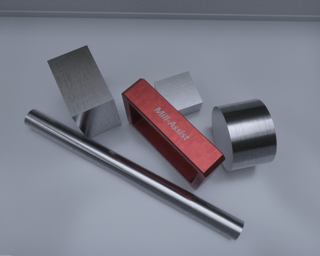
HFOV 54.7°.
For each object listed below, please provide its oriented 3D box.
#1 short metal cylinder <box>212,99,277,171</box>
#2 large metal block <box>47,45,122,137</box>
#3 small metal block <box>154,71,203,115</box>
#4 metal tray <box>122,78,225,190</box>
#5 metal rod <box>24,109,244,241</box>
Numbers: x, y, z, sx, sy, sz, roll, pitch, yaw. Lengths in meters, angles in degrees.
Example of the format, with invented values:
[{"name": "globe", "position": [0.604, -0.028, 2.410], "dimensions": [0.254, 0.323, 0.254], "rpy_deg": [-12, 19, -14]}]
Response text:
[{"name": "short metal cylinder", "position": [0.099, 0.008, 0.377], "dimensions": [0.050, 0.080, 0.080], "rpy_deg": [-11, 71, -3]}, {"name": "large metal block", "position": [-0.092, -0.042, 0.393], "dimensions": [0.050, 0.080, 0.080], "rpy_deg": [-25, 72, -9]}, {"name": "small metal block", "position": [0.024, -0.044, 0.423], "dimensions": [0.050, 0.025, 0.050], "rpy_deg": [-19, 71, -7]}, {"name": "metal tray", "position": [0.012, 0.010, 0.369], "dimensions": [0.030, 0.090, 0.130], "rpy_deg": [-42, 76, -14]}, {"name": "metal rod", "position": [-0.039, 0.054, 0.388], "dimensions": [0.301, 0.025, 0.025], "rpy_deg": [27, 72, 9]}]
